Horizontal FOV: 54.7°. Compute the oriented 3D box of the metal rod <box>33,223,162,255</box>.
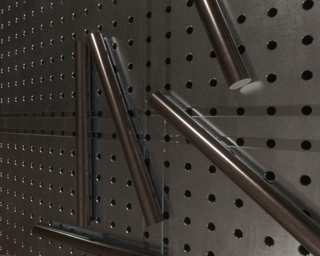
[{"bbox_3d":[-0.118,0.188,0.503,0.300,0.025,0.025,-4,88,39],"label":"metal rod"}]

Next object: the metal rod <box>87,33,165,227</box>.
[{"bbox_3d":[-0.054,-0.008,0.451,0.025,0.025,0.299,-31,71,35],"label":"metal rod"}]

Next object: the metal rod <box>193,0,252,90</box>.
[{"bbox_3d":[0.041,-0.185,0.373,0.025,0.025,0.299,-29,72,36],"label":"metal rod"}]

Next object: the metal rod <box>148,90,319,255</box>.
[{"bbox_3d":[0.088,0.050,0.335,0.300,0.025,0.025,44,116,31],"label":"metal rod"}]

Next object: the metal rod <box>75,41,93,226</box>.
[{"bbox_3d":[-0.126,0.008,0.509,0.025,0.025,0.298,-2,89,39],"label":"metal rod"}]
